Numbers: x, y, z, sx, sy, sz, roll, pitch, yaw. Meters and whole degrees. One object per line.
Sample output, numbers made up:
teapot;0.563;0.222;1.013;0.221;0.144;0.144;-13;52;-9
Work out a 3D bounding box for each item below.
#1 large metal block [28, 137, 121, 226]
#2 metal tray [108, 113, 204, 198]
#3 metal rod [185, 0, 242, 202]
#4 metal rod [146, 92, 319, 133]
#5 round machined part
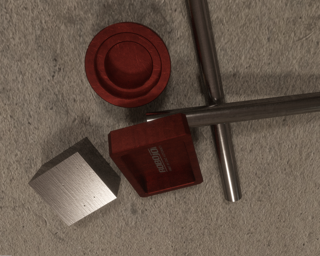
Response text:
large metal block;-0.112;0.072;0.422;0.080;0.050;0.080;-32;107;11
metal tray;0.000;0.040;0.385;0.090;0.030;0.130;-15;144;5
metal rod;0.070;-0.037;0.397;0.025;0.025;0.298;-13;110;4
metal rod;0.133;-0.025;0.382;0.302;0.025;0.025;-7;110;-6
round machined part;-0.037;-0.077;0.372;0.099;0.042;0.097;0;110;-1
